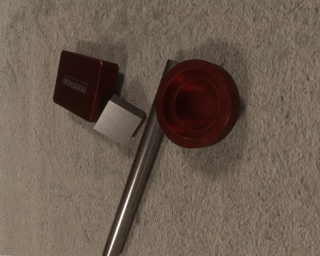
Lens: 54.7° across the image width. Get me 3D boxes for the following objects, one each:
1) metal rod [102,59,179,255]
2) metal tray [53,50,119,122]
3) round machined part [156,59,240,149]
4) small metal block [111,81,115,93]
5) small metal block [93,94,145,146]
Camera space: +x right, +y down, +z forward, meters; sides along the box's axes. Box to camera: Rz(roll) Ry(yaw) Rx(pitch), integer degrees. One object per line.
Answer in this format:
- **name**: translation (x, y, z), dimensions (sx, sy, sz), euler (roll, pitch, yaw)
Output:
- **metal rod**: translation (-0.026, 0.054, 0.424), dimensions (0.025, 0.025, 0.298), euler (30, 109, 35)
- **metal tray**: translation (-0.121, -0.068, 0.489), dimensions (0.130, 0.030, 0.089), euler (24, 105, 44)
- **round machined part**: translation (0.046, -0.026, 0.354), dimensions (0.098, 0.042, 0.097), euler (0, 90, 39)
- **small metal block**: translation (-0.097, -0.061, 0.482), dimensions (0.050, 0.025, 0.050), euler (0, 90, 40)
- **small metal block**: translation (-0.056, -0.011, 0.432), dimensions (0.050, 0.025, 0.050), euler (30, 115, -8)
